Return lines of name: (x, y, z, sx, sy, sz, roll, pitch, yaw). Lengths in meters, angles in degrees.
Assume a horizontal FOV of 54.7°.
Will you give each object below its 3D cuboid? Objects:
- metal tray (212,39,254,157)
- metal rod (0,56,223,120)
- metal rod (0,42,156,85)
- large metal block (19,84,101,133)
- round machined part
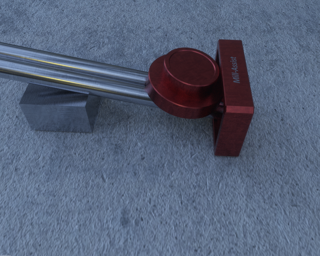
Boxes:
metal tray: (0.087, -0.040, 0.396, 0.030, 0.089, 0.130, 3, 50, 2)
metal rod: (-0.066, -0.050, 0.387, 0.302, 0.025, 0.025, 10, 50, -8)
metal rod: (-0.064, -0.070, 0.404, 0.302, 0.025, 0.025, 10, 50, -9)
large metal block: (-0.128, -0.042, 0.417, 0.080, 0.050, 0.080, 3, 50, 2)
round machined part: (0.035, -0.062, 0.383, 0.099, 0.042, 0.098, 7, 52, -9)
